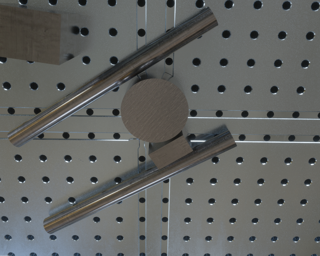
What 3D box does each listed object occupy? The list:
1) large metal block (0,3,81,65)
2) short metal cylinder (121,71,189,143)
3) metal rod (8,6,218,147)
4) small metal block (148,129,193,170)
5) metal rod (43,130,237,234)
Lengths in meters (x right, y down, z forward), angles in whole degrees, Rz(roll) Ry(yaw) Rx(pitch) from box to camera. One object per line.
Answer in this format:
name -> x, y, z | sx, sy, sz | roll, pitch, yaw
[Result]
large metal block -> -0.139, -0.106, 0.343 | 0.081, 0.080, 0.050 | 8, 110, -3
short metal cylinder -> -0.006, -0.028, 0.390 | 0.081, 0.050, 0.079 | 0, 110, -1
metal rod -> -0.066, -0.059, 0.390 | 0.300, 0.025, 0.025 | -30, 108, 10
small metal block -> 0.013, 0.022, 0.409 | 0.050, 0.050, 0.025 | -30, 108, 10
metal rod -> -0.034, 0.080, 0.442 | 0.301, 0.025, 0.025 | -27, 108, 9
